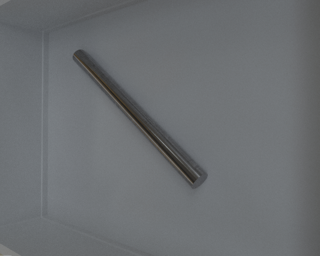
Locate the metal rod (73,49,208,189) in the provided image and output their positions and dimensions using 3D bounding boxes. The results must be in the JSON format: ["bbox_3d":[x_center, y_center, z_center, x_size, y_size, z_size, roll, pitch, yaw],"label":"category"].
[{"bbox_3d":[-0.044,-0.028,0.444,0.300,0.025,0.025,45,117,30],"label":"metal rod"}]
